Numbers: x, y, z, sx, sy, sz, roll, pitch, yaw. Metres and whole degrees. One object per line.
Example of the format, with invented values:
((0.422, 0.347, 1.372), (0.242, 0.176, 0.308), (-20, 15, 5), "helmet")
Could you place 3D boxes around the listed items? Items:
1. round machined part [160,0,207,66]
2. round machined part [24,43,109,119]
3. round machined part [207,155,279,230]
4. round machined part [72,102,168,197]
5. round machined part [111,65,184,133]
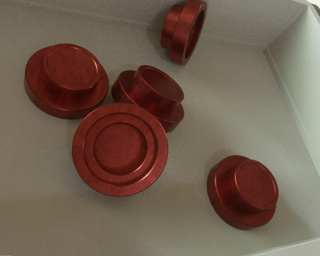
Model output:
((0.033, -0.148, 0.471), (0.042, 0.097, 0.098), (23, 51, 10), "round machined part")
((-0.109, -0.063, 0.374), (0.099, 0.042, 0.098), (14, 56, -21), "round machined part")
((0.115, 0.080, 0.408), (0.099, 0.042, 0.098), (14, 56, -21), "round machined part")
((-0.043, 0.023, 0.339), (0.099, 0.042, 0.097), (0, 88, -9), "round machined part")
((-0.008, -0.043, 0.395), (0.098, 0.042, 0.098), (28, 30, -18), "round machined part")
